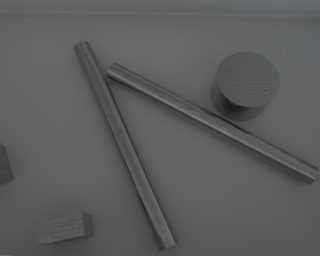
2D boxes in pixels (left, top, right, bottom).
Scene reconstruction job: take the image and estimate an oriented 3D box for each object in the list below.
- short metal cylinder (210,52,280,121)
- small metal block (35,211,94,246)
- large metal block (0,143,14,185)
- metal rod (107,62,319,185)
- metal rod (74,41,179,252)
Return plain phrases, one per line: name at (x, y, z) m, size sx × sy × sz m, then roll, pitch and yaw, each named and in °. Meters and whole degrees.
short metal cylinder at (0.112, -0.055, 0.418) m, size 0.081 × 0.050 × 0.080 m, roll 0°, pitch 70°, yaw 0°
small metal block at (-0.107, 0.115, 0.353) m, size 0.050 × 0.050 × 0.025 m, roll -11°, pitch 71°, yaw -4°
large metal block at (-0.233, 0.047, 0.361) m, size 0.080 × 0.080 × 0.050 m, roll -22°, pitch 72°, yaw -8°
metal rod at (0.062, -0.011, 0.414) m, size 0.301 × 0.025 × 0.025 m, roll 29°, pitch 72°, yaw 9°
metal rod at (-0.051, 0.010, 0.405) m, size 0.025 × 0.025 × 0.299 m, roll -23°, pitch 72°, yaw -8°
